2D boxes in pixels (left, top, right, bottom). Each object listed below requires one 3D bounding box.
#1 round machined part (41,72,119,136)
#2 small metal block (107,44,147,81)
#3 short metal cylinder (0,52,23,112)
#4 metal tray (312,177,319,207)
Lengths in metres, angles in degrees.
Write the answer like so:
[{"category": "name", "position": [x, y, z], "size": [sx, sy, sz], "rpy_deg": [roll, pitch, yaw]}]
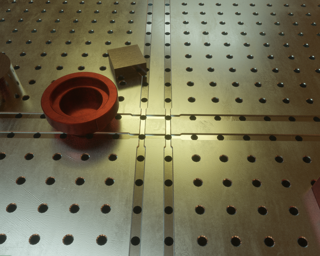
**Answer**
[{"category": "round machined part", "position": [-0.105, -0.029, 0.419], "size": [0.099, 0.042, 0.098], "rpy_deg": [0, 50, 0]}, {"category": "small metal block", "position": [-0.053, -0.105, 0.495], "size": [0.050, 0.025, 0.050], "rpy_deg": [-14, 52, -12]}, {"category": "short metal cylinder", "position": [-0.247, -0.065, 0.443], "size": [0.081, 0.050, 0.080], "rpy_deg": [0, 50, 0]}, {"category": "metal tray", "position": [0.227, 0.106, 0.319], "size": [0.091, 0.030, 0.130], "rpy_deg": [-1, 50, -2]}]
